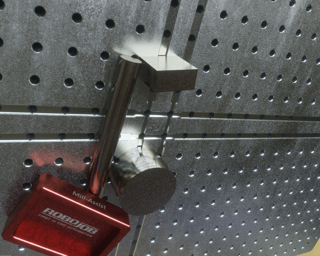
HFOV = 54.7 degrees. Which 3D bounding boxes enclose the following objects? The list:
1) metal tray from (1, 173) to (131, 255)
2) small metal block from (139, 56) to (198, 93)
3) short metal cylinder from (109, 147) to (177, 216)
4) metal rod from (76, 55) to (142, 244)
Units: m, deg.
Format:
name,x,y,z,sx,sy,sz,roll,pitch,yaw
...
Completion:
name,x,y,z,sx,sy,sz,roll,pitch,yaw
metal tray,-0.115,0.123,0.395,0.130,0.030,0.090,33,106,-24
small metal block,0.008,-0.064,0.360,0.050,0.050,0.025,-7,122,-25
short metal cylinder,-0.025,0.073,0.427,0.081,0.050,0.079,-14,124,-21
metal rod,-0.078,0.053,0.401,0.025,0.025,0.298,5,116,-31
